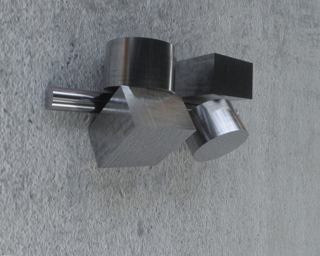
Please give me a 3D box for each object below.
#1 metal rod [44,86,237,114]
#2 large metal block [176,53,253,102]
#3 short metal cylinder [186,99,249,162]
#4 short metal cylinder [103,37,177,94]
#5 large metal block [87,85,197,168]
[{"bbox_3d":[0.003,-0.025,0.411,0.302,0.025,0.025,3,88,-40],"label":"metal rod"},{"bbox_3d":[0.070,-0.065,0.428,0.081,0.080,0.050,2,89,-40],"label":"large metal block"},{"bbox_3d":[0.073,0.005,0.423,0.081,0.080,0.050,2,54,-40],"label":"short metal cylinder"},{"bbox_3d":[-0.022,-0.066,0.351,0.081,0.080,0.050,4,88,-40],"label":"short metal cylinder"},{"bbox_3d":[-0.022,0.002,0.344,0.081,0.080,0.050,3,54,-40],"label":"large metal block"}]
